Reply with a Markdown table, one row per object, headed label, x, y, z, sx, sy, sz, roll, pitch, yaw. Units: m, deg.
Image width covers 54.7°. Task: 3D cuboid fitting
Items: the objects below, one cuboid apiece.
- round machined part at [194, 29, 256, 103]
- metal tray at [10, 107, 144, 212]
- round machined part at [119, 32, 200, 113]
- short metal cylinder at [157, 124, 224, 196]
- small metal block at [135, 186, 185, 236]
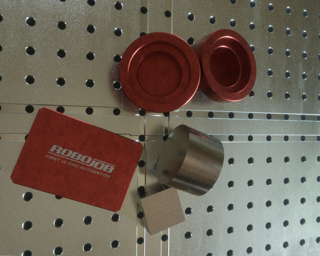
| label | x | y | z | sx | sy | sz | roll | pitch | yaw |
| --- | --- | --- | --- | --- | --- | --- | --- | --- | --- |
| round machined part | 0.084 | -0.083 | 0.429 | 0.099 | 0.042 | 0.097 | 3 | 85 | -31 |
| metal tray | -0.096 | 0.039 | 0.375 | 0.131 | 0.030 | 0.090 | 22 | 83 | -19 |
| round machined part | -0.001 | -0.068 | 0.394 | 0.099 | 0.042 | 0.097 | 0 | 93 | -2 |
| short metal cylinder | 0.037 | 0.041 | 0.398 | 0.050 | 0.080 | 0.080 | 23 | 82 | -19 |
| small metal block | 0.000 | 0.107 | 0.414 | 0.050 | 0.025 | 0.050 | -17 | 96 | -20 |
